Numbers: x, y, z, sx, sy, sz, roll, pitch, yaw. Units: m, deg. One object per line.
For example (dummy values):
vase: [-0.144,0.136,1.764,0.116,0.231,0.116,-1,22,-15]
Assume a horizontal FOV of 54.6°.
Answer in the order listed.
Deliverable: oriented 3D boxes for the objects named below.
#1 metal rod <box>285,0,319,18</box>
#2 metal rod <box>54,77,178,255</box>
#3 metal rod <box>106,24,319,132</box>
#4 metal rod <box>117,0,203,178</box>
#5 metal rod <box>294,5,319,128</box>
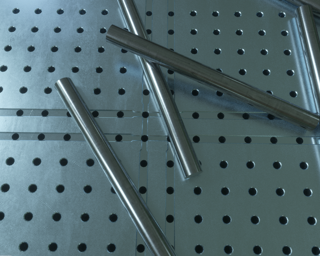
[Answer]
metal rod: [0.261,-0.179,0.478,0.300,0.025,0.025,33,73,11]
metal rod: [-0.055,0.057,0.390,0.025,0.025,0.299,-31,73,-11]
metal rod: [0.069,-0.068,0.419,0.301,0.025,0.025,24,72,2]
metal rod: [-0.007,-0.074,0.438,0.025,0.025,0.299,-18,71,-7]
metal rod: [0.226,-0.041,0.427,0.025,0.025,0.299,-2,70,-1]
